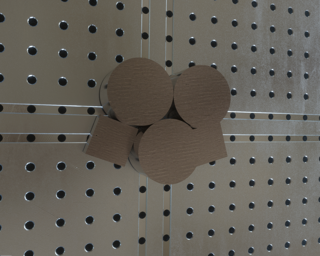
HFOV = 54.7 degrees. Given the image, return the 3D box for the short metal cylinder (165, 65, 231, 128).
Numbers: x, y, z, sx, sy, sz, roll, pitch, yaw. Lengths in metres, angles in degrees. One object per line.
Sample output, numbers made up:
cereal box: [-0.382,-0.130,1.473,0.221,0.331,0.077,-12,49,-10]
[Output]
short metal cylinder: [0.046,-0.040,0.412,0.081,0.050,0.079,0,90,-20]

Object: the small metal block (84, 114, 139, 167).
small metal block: [-0.061,0.016,0.386,0.050,0.025,0.050,22,83,-19]

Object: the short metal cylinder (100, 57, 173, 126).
short metal cylinder: [-0.030,-0.043,0.384,0.081,0.050,0.079,0,90,-20]

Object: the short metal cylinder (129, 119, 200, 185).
short metal cylinder: [0.004,0.028,0.397,0.081,0.050,0.079,0,90,-20]

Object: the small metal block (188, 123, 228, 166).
small metal block: [0.061,0.022,0.432,0.050,0.025,0.050,-15,95,-20]
